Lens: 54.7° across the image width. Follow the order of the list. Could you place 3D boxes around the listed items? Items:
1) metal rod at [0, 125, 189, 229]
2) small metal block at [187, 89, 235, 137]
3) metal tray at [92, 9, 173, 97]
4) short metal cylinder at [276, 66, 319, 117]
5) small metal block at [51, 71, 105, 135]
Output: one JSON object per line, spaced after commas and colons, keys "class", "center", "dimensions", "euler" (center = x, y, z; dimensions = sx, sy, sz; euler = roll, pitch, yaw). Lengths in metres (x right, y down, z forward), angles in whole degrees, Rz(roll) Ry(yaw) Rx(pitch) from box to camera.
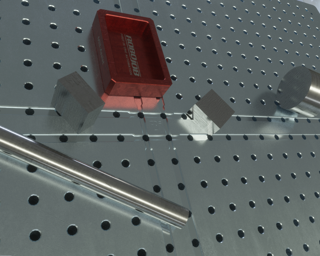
{"class": "metal rod", "center": [-0.105, 0.039, 0.328], "dimensions": [0.301, 0.025, 0.025], "euler": [27, 52, -12]}
{"class": "small metal block", "center": [0.077, -0.024, 0.466], "dimensions": [0.050, 0.025, 0.050], "euler": [46, 51, 3]}
{"class": "metal tray", "center": [-0.042, -0.108, 0.449], "dimensions": [0.091, 0.030, 0.130], "euler": [0, 62, -29]}
{"class": "short metal cylinder", "center": [0.257, -0.064, 0.554], "dimensions": [0.050, 0.080, 0.080], "euler": [17, 55, -19]}
{"class": "small metal block", "center": [-0.096, -0.028, 0.359], "dimensions": [0.050, 0.050, 0.025], "euler": [47, 51, 4]}
